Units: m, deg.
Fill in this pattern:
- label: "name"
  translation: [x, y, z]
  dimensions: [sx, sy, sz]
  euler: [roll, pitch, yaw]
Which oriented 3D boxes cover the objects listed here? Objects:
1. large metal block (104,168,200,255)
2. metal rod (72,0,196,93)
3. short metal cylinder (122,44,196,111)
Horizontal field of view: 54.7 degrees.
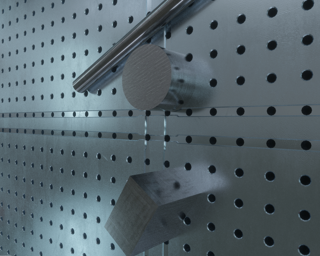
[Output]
- label: "large metal block"
  translation: [-0.009, 0.100, 0.379]
  dimensions: [0.050, 0.081, 0.079]
  euler: [41, 115, 32]
- label: "metal rod"
  translation: [-0.029, -0.129, 0.431]
  dimensions: [0.299, 0.025, 0.025]
  euler: [-30, 72, 35]
- label: "short metal cylinder"
  translation: [-0.002, -0.061, 0.393]
  dimensions: [0.080, 0.050, 0.079]
  euler: [0, 90, 39]
